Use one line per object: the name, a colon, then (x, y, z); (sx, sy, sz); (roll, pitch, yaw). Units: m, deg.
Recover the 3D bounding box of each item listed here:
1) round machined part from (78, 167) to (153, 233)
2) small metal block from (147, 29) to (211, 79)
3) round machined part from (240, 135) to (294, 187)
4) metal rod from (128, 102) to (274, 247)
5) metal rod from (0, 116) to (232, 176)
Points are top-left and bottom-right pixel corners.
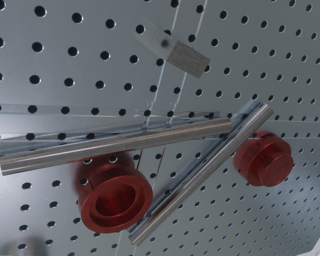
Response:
round machined part: (-0.063, 0.092, 0.423); (0.099, 0.042, 0.097); (-14, 124, -21)
small metal block: (0.021, -0.085, 0.354); (0.050, 0.050, 0.025); (20, 108, -36)
round machined part: (0.194, 0.065, 0.546); (0.099, 0.042, 0.097); (-14, 124, -21)
metal rod: (0.063, 0.075, 0.491); (0.300, 0.025, 0.025); (-45, 129, 3)
metal rod: (-0.038, 0.018, 0.401); (0.303, 0.025, 0.025); (-10, 123, -24)
